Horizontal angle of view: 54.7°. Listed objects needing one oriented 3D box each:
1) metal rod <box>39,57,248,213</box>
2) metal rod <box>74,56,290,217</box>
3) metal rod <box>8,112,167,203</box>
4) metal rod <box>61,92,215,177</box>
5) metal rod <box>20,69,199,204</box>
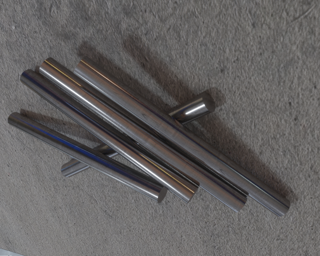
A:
[{"bbox_3d":[-0.022,0.008,0.389,0.301,0.025,0.025,35,129,2],"label":"metal rod"},{"bbox_3d":[0.032,0.014,0.369,0.301,0.025,0.025,35,130,-7],"label":"metal rod"},{"bbox_3d":[-0.123,0.035,0.465,0.300,0.025,0.025,22,127,25],"label":"metal rod"},{"bbox_3d":[-0.052,0.022,0.447,0.299,0.025,0.025,-26,105,37],"label":"metal rod"},{"bbox_3d":[-0.079,0.003,0.424,0.300,0.025,0.025,34,129,16],"label":"metal rod"}]
